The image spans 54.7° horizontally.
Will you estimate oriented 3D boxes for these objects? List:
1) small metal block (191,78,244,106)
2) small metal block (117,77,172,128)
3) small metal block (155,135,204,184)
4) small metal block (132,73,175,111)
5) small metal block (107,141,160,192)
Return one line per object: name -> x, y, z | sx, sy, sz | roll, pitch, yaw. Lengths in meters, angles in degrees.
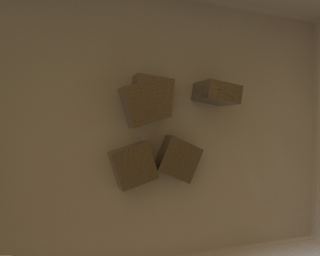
small metal block -> 0.078, -0.048, 0.427 | 0.050, 0.050, 0.025 | 9, 87, -20
small metal block -> -0.019, -0.030, 0.378 | 0.050, 0.025, 0.050 | -18, 96, -19
small metal block -> 0.024, 0.042, 0.421 | 0.050, 0.025, 0.050 | 26, 81, -19
small metal block -> -0.011, -0.042, 0.408 | 0.050, 0.025, 0.050 | 6, 88, -20
small metal block -> -0.034, 0.048, 0.399 | 0.050, 0.025, 0.050 | -18, 97, -19
